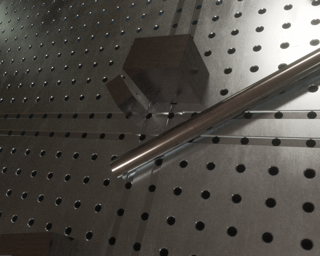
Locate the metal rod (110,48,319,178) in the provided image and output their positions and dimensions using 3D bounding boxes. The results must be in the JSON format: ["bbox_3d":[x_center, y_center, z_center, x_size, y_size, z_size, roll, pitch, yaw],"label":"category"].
[{"bbox_3d":[0.072,-0.017,0.380,0.301,0.025,0.025,-29,52,9],"label":"metal rod"}]

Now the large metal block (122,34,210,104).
[{"bbox_3d":[0.011,-0.076,0.412,0.080,0.080,0.050,5,65,30],"label":"large metal block"}]

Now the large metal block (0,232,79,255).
[{"bbox_3d":[-0.150,0.170,0.365,0.080,0.050,0.080,-10,57,22],"label":"large metal block"}]

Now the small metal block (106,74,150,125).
[{"bbox_3d":[-0.046,-0.040,0.439,0.025,0.050,0.050,-36,51,4],"label":"small metal block"}]
